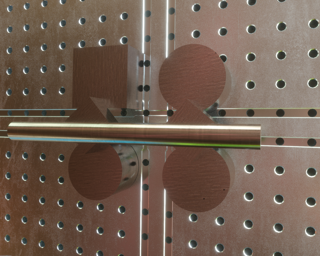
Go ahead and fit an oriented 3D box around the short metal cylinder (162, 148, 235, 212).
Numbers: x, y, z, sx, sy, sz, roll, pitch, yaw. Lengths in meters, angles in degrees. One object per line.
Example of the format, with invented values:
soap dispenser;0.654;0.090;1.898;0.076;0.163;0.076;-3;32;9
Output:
short metal cylinder;0.049;0.058;0.382;0.080;0.050;0.080;0;90;20

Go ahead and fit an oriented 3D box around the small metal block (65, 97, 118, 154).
small metal block;-0.084;-0.003;0.390;0.050;0.025;0.050;-42;77;15

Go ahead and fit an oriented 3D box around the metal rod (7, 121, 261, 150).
metal rod;-0.045;0.006;0.348;0.301;0.025;0.025;1;90;19

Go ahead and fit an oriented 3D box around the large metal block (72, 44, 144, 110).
large metal block;-0.070;-0.066;0.423;0.080;0.050;0.080;1;91;20

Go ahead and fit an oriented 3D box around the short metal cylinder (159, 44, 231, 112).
short metal cylinder;0.045;-0.058;0.384;0.080;0.050;0.080;0;90;20

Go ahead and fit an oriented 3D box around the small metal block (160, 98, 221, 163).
small metal block;0.035;0.003;0.347;0.050;0.025;0.050;42;103;15

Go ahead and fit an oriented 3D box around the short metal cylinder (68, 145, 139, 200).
short metal cylinder;-0.077;0.054;0.425;0.080;0.050;0.080;0;90;20
